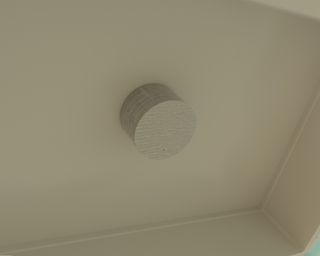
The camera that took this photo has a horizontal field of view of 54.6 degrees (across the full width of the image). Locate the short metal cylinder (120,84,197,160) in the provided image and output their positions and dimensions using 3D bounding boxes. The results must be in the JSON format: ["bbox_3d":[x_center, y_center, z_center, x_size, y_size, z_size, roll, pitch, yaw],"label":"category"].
[{"bbox_3d":[-0.003,-0.008,0.383,0.081,0.050,0.080,-14,124,-21],"label":"short metal cylinder"}]
